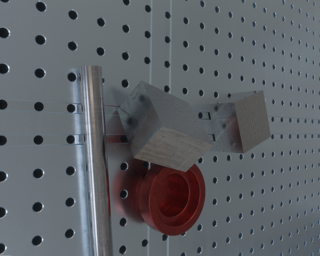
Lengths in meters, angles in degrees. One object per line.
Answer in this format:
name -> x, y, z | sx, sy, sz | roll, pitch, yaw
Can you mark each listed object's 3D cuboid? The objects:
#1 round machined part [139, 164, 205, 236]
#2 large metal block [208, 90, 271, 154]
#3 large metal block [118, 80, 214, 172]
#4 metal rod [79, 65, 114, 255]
round machined part -> 0.012, 0.087, 0.409 | 0.099, 0.042, 0.097 | 0, 90, -40
large metal block -> 0.131, -0.011, 0.503 | 0.081, 0.050, 0.080 | -22, 104, -38
large metal block -> 0.005, -0.001, 0.370 | 0.080, 0.080, 0.050 | 21, 121, -38
metal rod -> -0.069, 0.081, 0.351 | 0.025, 0.025, 0.298 | -5, 94, -40
